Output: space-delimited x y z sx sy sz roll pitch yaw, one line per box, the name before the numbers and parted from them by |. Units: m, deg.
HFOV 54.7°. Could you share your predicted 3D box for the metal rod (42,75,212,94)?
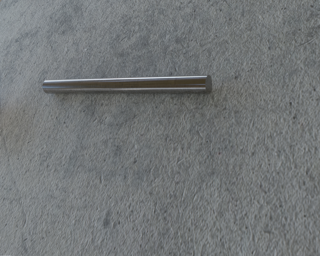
metal rod | -0.067 -0.065 0.477 0.300 0.025 0.025 4 64 29
